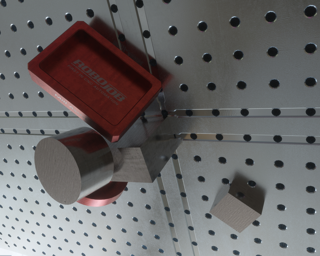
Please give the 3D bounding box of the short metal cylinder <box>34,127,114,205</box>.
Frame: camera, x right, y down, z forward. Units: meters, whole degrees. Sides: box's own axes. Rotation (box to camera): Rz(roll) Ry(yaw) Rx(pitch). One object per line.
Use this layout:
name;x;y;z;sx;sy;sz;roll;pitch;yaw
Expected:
short metal cylinder;-0.102;0.043;0.367;0.080;0.050;0.079;11;110;33

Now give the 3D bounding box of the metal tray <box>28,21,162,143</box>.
metal tray;-0.075;-0.056;0.370;0.130;0.090;0.030;38;158;2

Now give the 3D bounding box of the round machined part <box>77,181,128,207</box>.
round machined part;-0.091;0.059;0.446;0.098;0.098;0.042;34;131;5

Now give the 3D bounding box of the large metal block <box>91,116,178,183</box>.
large metal block;-0.034;0.027;0.408;0.080;0.080;0.050;-3;117;29

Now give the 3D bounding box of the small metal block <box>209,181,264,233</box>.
small metal block;0.104;0.108;0.423;0.050;0.025;0.050;34;129;5
